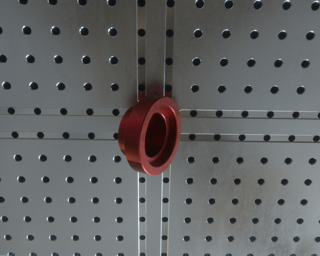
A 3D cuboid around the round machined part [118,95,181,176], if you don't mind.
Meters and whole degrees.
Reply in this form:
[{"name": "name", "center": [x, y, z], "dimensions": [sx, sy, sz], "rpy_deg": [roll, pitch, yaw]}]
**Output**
[{"name": "round machined part", "center": [-0.015, 0.007, 0.386], "dimensions": [0.042, 0.099, 0.097], "rpy_deg": [10, 114, 30]}]
